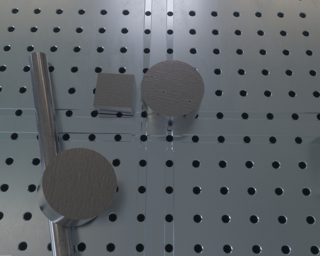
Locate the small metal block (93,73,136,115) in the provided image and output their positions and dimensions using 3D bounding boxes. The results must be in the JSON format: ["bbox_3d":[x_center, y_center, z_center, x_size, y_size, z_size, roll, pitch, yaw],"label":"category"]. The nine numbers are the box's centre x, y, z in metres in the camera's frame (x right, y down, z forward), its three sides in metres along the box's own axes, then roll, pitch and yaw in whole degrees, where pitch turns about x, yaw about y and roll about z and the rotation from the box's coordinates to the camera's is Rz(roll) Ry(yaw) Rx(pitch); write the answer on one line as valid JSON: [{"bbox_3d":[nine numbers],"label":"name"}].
[{"bbox_3d":[-0.062,-0.047,0.428,0.050,0.025,0.050,4,70,1],"label":"small metal block"}]

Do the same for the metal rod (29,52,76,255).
[{"bbox_3d":[-0.140,0.034,0.398,0.025,0.025,0.299,-13,71,-5],"label":"metal rod"}]

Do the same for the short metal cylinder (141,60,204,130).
[{"bbox_3d":[0.016,-0.043,0.414,0.081,0.050,0.080,0,70,0],"label":"short metal cylinder"}]

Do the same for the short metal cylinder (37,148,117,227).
[{"bbox_3d":[-0.096,0.069,0.357,0.081,0.050,0.080,12,61,-22],"label":"short metal cylinder"}]
